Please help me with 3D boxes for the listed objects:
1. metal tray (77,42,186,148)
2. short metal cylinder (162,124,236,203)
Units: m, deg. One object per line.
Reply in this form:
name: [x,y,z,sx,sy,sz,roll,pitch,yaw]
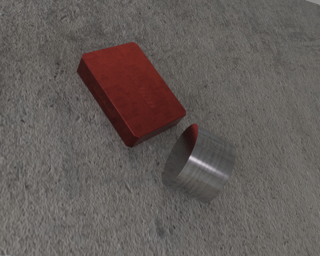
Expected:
metal tray: [-0.037,-0.048,0.410,0.091,0.030,0.130,-26,76,-37]
short metal cylinder: [0.045,0.041,0.367,0.050,0.080,0.080,28,52,-11]
